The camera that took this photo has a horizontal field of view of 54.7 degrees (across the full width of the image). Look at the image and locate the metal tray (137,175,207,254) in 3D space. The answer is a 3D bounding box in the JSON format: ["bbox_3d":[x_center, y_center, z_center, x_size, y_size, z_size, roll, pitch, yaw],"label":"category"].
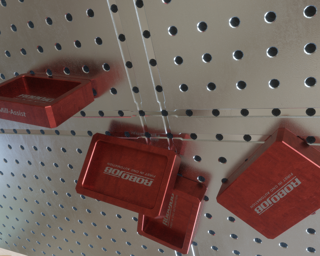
[{"bbox_3d":[0.014,0.129,0.478,0.090,0.030,0.129,19,126,17],"label":"metal tray"}]

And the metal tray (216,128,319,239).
[{"bbox_3d":[0.142,0.072,0.378,0.090,0.030,0.129,36,129,4],"label":"metal tray"}]

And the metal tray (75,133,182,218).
[{"bbox_3d":[-0.045,0.064,0.434,0.130,0.090,0.030,12,168,21],"label":"metal tray"}]

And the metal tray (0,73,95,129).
[{"bbox_3d":[-0.171,-0.042,0.430,0.130,0.090,0.030,9,122,23],"label":"metal tray"}]
